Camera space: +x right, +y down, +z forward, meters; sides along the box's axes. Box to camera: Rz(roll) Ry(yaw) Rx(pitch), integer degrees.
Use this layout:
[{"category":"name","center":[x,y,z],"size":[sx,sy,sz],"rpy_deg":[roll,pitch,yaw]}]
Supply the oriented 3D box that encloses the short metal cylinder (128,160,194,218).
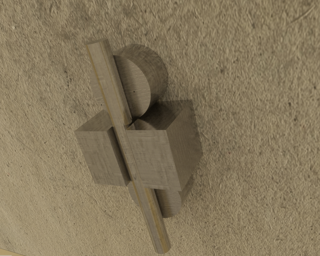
[{"category":"short metal cylinder","center":[0.002,0.080,0.441],"size":[0.080,0.050,0.079],"rpy_deg":[13,123,21]}]

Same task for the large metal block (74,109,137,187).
[{"category":"large metal block","center":[-0.057,0.020,0.415],"size":[0.050,0.080,0.080],"rpy_deg":[-1,118,28]}]

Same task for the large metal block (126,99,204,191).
[{"category":"large metal block","center":[0.010,0.018,0.379],"size":[0.050,0.080,0.080],"rpy_deg":[-1,118,28]}]

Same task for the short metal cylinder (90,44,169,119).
[{"category":"short metal cylinder","center":[-0.036,-0.056,0.376],"size":[0.080,0.050,0.079],"rpy_deg":[13,123,21]}]

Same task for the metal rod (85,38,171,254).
[{"category":"metal rod","center":[-0.031,0.041,0.385],"size":[0.025,0.025,0.298],"rpy_deg":[-1,118,28]}]
